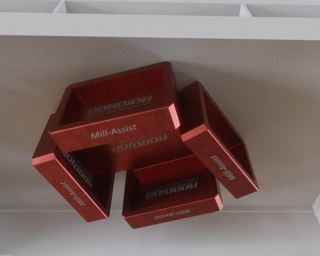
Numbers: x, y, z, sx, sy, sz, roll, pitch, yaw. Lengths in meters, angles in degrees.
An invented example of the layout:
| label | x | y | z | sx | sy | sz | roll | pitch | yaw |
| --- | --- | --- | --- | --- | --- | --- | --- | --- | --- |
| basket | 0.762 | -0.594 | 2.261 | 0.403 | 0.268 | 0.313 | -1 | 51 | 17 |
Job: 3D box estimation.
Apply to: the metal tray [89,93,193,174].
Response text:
| label | x | y | z | sx | sy | sz | roll | pitch | yaw |
| --- | --- | --- | --- | --- | --- | --- | --- | --- | --- |
| metal tray | -0.028 | 0.008 | 0.409 | 0.130 | 0.030 | 0.090 | -15 | 129 | 12 |

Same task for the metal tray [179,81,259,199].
| label | x | y | z | sx | sy | sz | roll | pitch | yaw |
| --- | --- | --- | --- | --- | --- | --- | --- | --- | --- |
| metal tray | 0.071 | 0.016 | 0.379 | 0.030 | 0.090 | 0.130 | -29 | 125 | 23 |

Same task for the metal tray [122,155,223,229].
| label | x | y | z | sx | sy | sz | roll | pitch | yaw |
| --- | --- | --- | --- | --- | --- | --- | --- | --- | --- |
| metal tray | 0.015 | 0.083 | 0.435 | 0.130 | 0.090 | 0.030 | -16 | 128 | 12 |

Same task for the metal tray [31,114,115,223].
| label | x | y | z | sx | sy | sz | roll | pitch | yaw |
| --- | --- | --- | --- | --- | --- | --- | --- | --- | --- |
| metal tray | -0.104 | 0.050 | 0.405 | 0.030 | 0.090 | 0.130 | -17 | 129 | 13 |

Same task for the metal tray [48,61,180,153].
| label | x | y | z | sx | sy | sz | roll | pitch | yaw |
| --- | --- | --- | --- | --- | --- | --- | --- | --- | --- |
| metal tray | -0.047 | -0.025 | 0.341 | 0.131 | 0.090 | 0.030 | -12 | 129 | 9 |
